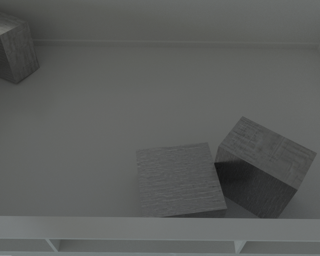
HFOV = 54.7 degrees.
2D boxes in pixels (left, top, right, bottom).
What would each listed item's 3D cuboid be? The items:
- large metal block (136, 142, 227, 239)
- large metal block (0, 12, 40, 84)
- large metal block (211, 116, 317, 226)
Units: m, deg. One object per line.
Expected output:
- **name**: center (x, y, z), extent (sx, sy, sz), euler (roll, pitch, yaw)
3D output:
- **large metal block**: center (0.019, 0.066, 0.334), extent (0.081, 0.050, 0.080), euler (-6, 50, -5)
- **large metal block**: center (-0.240, -0.125, 0.468), extent (0.080, 0.079, 0.050), euler (22, 48, 17)
- **large metal block**: center (0.105, 0.046, 0.332), extent (0.080, 0.080, 0.050), euler (30, 56, 22)
